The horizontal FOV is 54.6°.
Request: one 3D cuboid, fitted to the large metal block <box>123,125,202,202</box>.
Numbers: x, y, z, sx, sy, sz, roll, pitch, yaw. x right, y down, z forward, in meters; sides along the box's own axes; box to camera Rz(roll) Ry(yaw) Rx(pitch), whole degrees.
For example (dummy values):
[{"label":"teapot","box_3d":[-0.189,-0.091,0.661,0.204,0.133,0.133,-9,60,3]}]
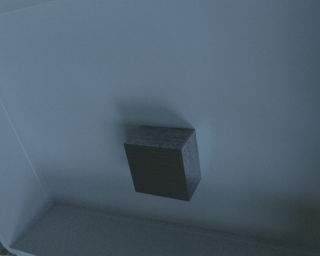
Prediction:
[{"label":"large metal block","box_3d":[0.006,0.046,0.418,0.080,0.050,0.080,4,120,26]}]
